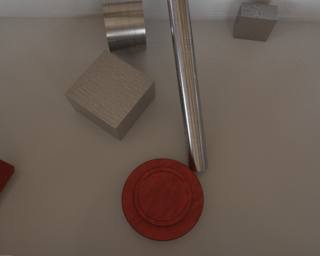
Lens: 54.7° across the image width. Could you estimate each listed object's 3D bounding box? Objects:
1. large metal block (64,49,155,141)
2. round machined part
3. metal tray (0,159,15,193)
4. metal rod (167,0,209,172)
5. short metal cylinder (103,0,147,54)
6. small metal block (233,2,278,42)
[{"bbox_3d":[-0.063,-0.043,0.411,0.080,0.050,0.080,34,73,11],"label":"large metal block"},{"bbox_3d":[0.003,0.084,0.370,0.099,0.042,0.098,0,70,-1],"label":"round machined part"},{"bbox_3d":[-0.236,0.080,0.340,0.030,0.090,0.130,17,69,29],"label":"metal tray"},{"bbox_3d":[0.029,-0.095,0.376,0.025,0.025,0.298,-8,97,-3],"label":"metal rod"},{"bbox_3d":[-0.048,-0.146,0.433,0.050,0.080,0.080,-6,70,-3],"label":"short metal cylinder"},{"bbox_3d":[0.139,-0.155,0.455,0.050,0.050,0.025,7,70,2],"label":"small metal block"}]
